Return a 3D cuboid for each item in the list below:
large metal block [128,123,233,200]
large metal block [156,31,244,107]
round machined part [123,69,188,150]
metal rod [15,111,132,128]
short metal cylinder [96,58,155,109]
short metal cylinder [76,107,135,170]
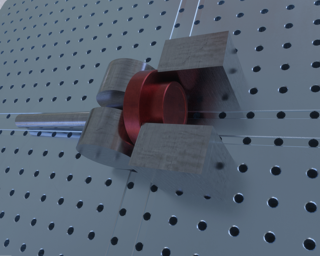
[{"bbox_3d":[0.026,0.037,0.338,0.080,0.080,0.050,3,63,29],"label":"large metal block"},{"bbox_3d":[0.054,-0.069,0.388,0.080,0.080,0.050,0,62,28],"label":"large metal block"},{"bbox_3d":[0.001,-0.021,0.373,0.042,0.098,0.098,1,62,29],"label":"round machined part"},{"bbox_3d":[-0.115,-0.012,0.462,0.300,0.025,0.025,0,62,32],"label":"metal rod"},{"bbox_3d":[-0.041,-0.051,0.426,0.080,0.080,0.050,1,63,28],"label":"short metal cylinder"},{"bbox_3d":[-0.059,0.015,0.394,0.080,0.080,0.050,1,63,29],"label":"short metal cylinder"}]
